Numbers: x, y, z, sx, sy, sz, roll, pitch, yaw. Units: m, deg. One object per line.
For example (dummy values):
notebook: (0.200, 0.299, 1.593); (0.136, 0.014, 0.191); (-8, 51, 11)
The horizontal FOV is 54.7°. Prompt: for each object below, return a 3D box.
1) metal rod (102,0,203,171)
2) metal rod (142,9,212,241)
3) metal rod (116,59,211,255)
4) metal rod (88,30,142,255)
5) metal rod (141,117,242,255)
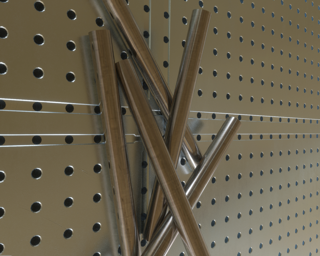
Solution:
metal rod: (-0.004, -0.058, 0.407); (0.025, 0.025, 0.299); (-43, 116, -32)
metal rod: (0.021, -0.002, 0.400); (0.025, 0.025, 0.298); (12, 92, -40)
metal rod: (0.010, 0.060, 0.369); (0.025, 0.025, 0.299); (-21, 88, -38)
metal rod: (-0.050, 0.038, 0.368); (0.025, 0.025, 0.298); (-13, 98, -40)
metal rod: (0.033, 0.097, 0.403); (0.025, 0.025, 0.301); (53, 58, -27)
